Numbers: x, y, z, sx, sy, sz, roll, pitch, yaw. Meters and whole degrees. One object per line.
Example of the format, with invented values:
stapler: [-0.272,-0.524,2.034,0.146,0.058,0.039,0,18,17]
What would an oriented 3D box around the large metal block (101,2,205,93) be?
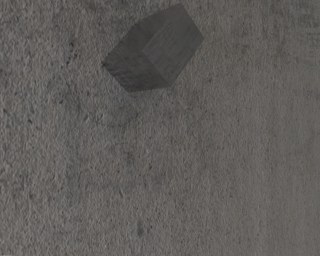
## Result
large metal block: [-0.009,-0.090,0.361,0.050,0.080,0.080,48,61,-29]
